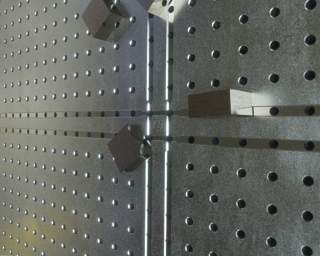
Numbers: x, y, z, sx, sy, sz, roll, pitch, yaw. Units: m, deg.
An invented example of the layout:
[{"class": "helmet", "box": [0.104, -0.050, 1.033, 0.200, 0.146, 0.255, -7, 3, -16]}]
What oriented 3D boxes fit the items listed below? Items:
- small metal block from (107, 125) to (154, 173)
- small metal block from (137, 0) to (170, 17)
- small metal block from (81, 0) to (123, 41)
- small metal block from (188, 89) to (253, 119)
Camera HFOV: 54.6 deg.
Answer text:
[{"class": "small metal block", "box": [-0.044, 0.030, 0.447, 0.050, 0.025, 0.050, -43, 64, 31]}, {"class": "small metal block", "box": [-0.008, -0.188, 0.417, 0.050, 0.025, 0.050, -52, 60, 27]}, {"class": "small metal block", "box": [-0.092, -0.175, 0.487, 0.050, 0.025, 0.050, -44, 63, 31]}, {"class": "small metal block", "box": [0.066, -0.025, 0.339, 0.050, 0.050, 0.025, -4, 87, 40]}]
